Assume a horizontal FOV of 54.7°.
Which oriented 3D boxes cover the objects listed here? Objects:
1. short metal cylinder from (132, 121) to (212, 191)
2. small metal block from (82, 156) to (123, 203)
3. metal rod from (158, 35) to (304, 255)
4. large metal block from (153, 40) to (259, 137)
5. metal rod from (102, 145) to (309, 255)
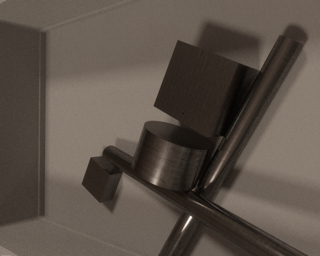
[{"bbox_3d":[0.013,0.030,0.359,0.080,0.081,0.050,30,108,36],"label":"short metal cylinder"},{"bbox_3d":[-0.090,0.078,0.479,0.050,0.025,0.050,34,111,34],"label":"small metal block"},{"bbox_3d":[0.068,0.043,0.349,0.025,0.025,0.298,38,113,33],"label":"metal rod"},{"bbox_3d":[0.050,-0.044,0.348,0.080,0.050,0.079,32,110,35],"label":"large metal block"},{"bbox_3d":[0.020,0.076,0.358,0.300,0.025,0.025,22,104,47],"label":"metal rod"}]
